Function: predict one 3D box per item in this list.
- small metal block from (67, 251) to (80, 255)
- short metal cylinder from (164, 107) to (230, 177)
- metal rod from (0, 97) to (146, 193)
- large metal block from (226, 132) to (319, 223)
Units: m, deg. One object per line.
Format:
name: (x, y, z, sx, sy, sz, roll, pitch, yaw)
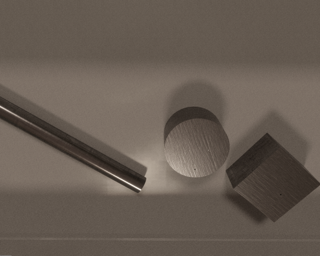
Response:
small metal block: (-0.139, 0.235, 0.498, 0.050, 0.025, 0.050, 40, 105, -14)
short metal cylinder: (0.046, 0.017, 0.405, 0.081, 0.050, 0.079, 0, 110, -1)
metal rod: (-0.153, 0.006, 0.411, 0.301, 0.025, 0.025, 31, 107, -11)
large metal block: (0.152, 0.067, 0.425, 0.080, 0.050, 0.080, 40, 105, -14)
